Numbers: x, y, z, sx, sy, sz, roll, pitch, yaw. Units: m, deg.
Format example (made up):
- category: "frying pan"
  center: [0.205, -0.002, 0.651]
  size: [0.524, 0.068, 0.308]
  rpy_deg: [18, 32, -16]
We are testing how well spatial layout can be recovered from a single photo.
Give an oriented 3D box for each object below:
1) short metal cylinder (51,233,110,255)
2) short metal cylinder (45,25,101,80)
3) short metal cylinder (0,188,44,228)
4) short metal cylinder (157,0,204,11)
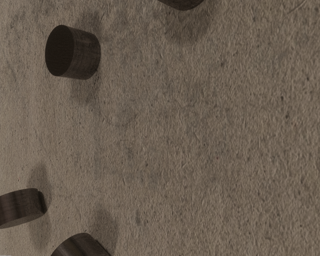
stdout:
- category: "short metal cylinder"
  center: [-0.121, 0.207, 0.466]
  size: [0.050, 0.081, 0.079]
  rpy_deg: [31, 109, 35]
- category: "short metal cylinder"
  center: [-0.142, -0.121, 0.503]
  size: [0.080, 0.050, 0.079]
  rpy_deg: [0, 90, 39]
- category: "short metal cylinder"
  center: [-0.268, 0.152, 0.586]
  size: [0.080, 0.081, 0.050]
  rpy_deg: [-33, 70, 35]
- category: "short metal cylinder"
  center: [0.021, -0.188, 0.370]
  size: [0.080, 0.050, 0.079]
  rpy_deg: [0, 90, 39]
